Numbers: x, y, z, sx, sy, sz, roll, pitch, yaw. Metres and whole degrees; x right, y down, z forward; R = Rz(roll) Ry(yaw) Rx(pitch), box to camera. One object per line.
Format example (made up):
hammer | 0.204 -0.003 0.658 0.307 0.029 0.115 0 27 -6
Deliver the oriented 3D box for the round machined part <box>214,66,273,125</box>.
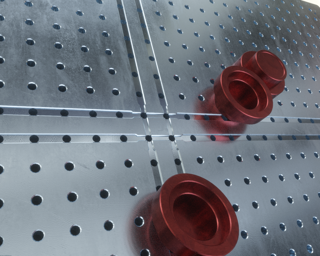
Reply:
round machined part | 0.127 -0.048 0.494 0.099 0.042 0.098 13 56 -21

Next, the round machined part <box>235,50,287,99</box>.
round machined part | 0.188 -0.102 0.559 0.099 0.042 0.098 13 56 -21

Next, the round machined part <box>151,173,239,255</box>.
round machined part | 0.034 0.102 0.343 0.099 0.042 0.098 21 39 -18
